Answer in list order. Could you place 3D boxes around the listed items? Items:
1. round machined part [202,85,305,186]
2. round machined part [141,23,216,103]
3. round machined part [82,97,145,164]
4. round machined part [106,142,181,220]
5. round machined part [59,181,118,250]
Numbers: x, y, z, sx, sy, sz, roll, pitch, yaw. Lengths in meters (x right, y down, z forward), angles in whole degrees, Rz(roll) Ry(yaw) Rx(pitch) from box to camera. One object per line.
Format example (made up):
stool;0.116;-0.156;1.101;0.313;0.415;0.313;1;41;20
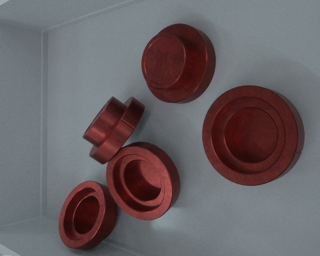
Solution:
round machined part;0.096;0.007;0.316;0.098;0.042;0.097;0;90;40
round machined part;0.015;-0.080;0.383;0.098;0.042;0.097;0;90;40
round machined part;-0.066;-0.003;0.414;0.042;0.098;0.098;37;121;-14
round machined part;-0.018;0.064;0.400;0.098;0.042;0.097;8;106;28
round machined part;-0.103;0.132;0.466;0.098;0.042;0.098;-20;54;30
